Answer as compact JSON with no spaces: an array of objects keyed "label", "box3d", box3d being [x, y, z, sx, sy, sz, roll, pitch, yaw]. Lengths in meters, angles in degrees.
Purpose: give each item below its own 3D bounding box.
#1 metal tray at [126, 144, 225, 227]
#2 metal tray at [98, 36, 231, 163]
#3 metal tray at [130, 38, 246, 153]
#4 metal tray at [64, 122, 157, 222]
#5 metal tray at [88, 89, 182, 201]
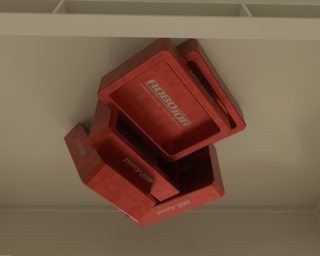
[{"label":"metal tray","box3d":[0.017,0.072,0.426,0.130,0.090,0.030,-26,126,20]},{"label":"metal tray","box3d":[0.008,-0.024,0.344,0.090,0.030,0.130,-29,124,22]},{"label":"metal tray","box3d":[0.036,-0.032,0.379,0.090,0.030,0.130,-26,125,22]},{"label":"metal tray","box3d":[-0.065,0.049,0.381,0.030,0.130,0.090,-47,121,-3]},{"label":"metal tray","box3d":[-0.024,0.019,0.379,0.030,0.090,0.130,-30,124,22]}]
